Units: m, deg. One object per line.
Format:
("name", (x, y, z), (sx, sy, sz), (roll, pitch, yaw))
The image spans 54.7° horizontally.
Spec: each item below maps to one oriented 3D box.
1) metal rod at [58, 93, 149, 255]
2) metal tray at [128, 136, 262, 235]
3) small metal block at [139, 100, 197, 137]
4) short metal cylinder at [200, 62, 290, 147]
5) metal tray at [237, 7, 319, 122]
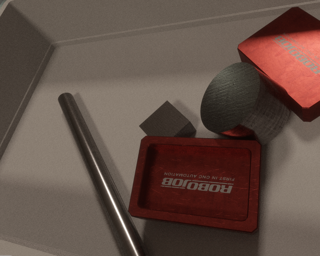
("metal rod", (-0.089, 0.047, 0.421), (0.025, 0.025, 0.300), (-37, 51, 3))
("metal tray", (0.038, 0.057, 0.329), (0.130, 0.030, 0.090), (2, 69, 20))
("small metal block", (0.010, 0.000, 0.399), (0.050, 0.025, 0.050), (-42, 51, -2))
("short metal cylinder", (0.090, -0.024, 0.336), (0.080, 0.050, 0.080), (-35, 43, 41))
("metal tray", (0.165, -0.079, 0.364), (0.090, 0.030, 0.130), (-35, 52, 5))
